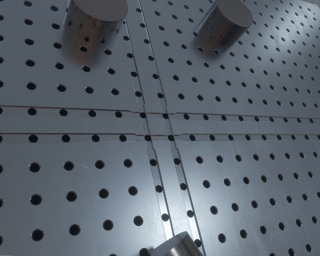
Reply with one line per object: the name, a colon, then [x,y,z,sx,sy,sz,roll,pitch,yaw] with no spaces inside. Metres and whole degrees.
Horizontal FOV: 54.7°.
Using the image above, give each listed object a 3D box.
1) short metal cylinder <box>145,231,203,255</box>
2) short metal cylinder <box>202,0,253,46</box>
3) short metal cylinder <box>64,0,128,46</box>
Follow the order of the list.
short metal cylinder: [0.007,0.142,0.290,0.081,0.080,0.050,-27,77,-37]
short metal cylinder: [0.127,-0.203,0.584,0.081,0.050,0.080,14,56,-21]
short metal cylinder: [-0.092,-0.165,0.443,0.081,0.050,0.080,14,56,-21]
